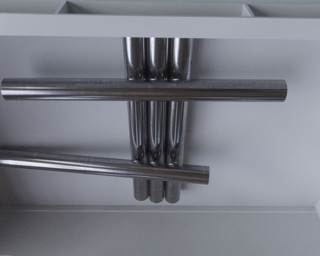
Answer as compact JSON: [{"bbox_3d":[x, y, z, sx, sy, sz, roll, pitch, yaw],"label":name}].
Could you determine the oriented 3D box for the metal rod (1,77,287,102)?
[{"bbox_3d":[-0.016,-0.042,0.339,0.302,0.025,0.025,0,130,-1],"label":"metal rod"}]

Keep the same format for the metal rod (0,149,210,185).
[{"bbox_3d":[-0.085,0.053,0.428,0.302,0.025,0.025,4,130,5],"label":"metal rod"}]

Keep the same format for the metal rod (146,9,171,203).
[{"bbox_3d":[-0.004,-0.002,0.406,0.025,0.025,0.298,0,130,-1],"label":"metal rod"}]

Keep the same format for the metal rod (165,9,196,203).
[{"bbox_3d":[0.022,-0.001,0.406,0.025,0.025,0.298,0,130,-1],"label":"metal rod"}]

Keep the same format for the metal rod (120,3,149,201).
[{"bbox_3d":[-0.028,-0.006,0.403,0.025,0.025,0.298,0,130,-1],"label":"metal rod"}]
